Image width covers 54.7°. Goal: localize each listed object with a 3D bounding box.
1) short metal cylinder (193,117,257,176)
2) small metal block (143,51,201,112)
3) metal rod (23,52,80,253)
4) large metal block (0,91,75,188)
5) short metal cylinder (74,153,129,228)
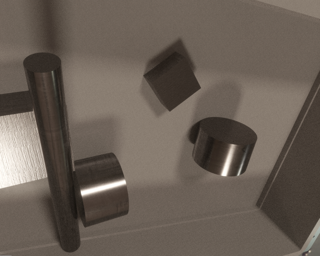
[{"bbox_3d":[0.091,0.024,0.440,0.081,0.080,0.050,-4,120,-27],"label":"short metal cylinder"},{"bbox_3d":[0.016,-0.057,0.384,0.050,0.025,0.050,-38,130,-3],"label":"small metal block"},{"bbox_3d":[-0.103,0.057,0.323,0.025,0.025,0.298,-13,140,-22],"label":"metal rod"},{"bbox_3d":[-0.139,0.008,0.323,0.081,0.050,0.079,-12,124,-23],"label":"large metal block"},{"bbox_3d":[-0.076,0.074,0.379,0.050,0.080,0.079,-12,124,-23],"label":"short metal cylinder"}]
